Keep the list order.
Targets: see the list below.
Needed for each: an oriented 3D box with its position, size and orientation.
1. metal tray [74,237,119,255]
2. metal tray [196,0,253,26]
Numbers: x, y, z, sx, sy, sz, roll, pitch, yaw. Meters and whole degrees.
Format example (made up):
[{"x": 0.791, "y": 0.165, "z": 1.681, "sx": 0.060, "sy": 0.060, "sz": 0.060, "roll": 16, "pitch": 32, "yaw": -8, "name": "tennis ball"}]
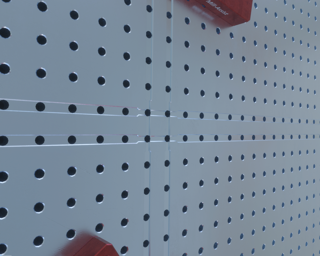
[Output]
[{"x": -0.088, "y": 0.196, "z": 0.331, "sx": 0.131, "sy": 0.030, "sz": 0.090, "roll": -39, "pitch": 114, "yaw": -33, "name": "metal tray"}, {"x": 0.097, "y": -0.230, "z": 0.485, "sx": 0.131, "sy": 0.030, "sz": 0.090, "roll": 16, "pitch": 80, "yaw": -39, "name": "metal tray"}]
